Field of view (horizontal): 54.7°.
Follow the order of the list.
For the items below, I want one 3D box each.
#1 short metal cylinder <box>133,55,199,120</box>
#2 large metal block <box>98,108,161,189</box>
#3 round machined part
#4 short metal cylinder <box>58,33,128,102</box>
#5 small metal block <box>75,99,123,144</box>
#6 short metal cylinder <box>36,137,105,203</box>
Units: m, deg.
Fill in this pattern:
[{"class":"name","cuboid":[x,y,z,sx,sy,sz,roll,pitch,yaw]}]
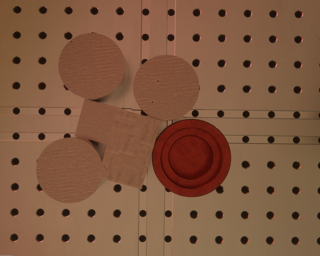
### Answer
[{"class":"short metal cylinder","cuboid":[0.008,-0.049,0.400,0.081,0.050,0.080,0,90,0]},{"class":"large metal block","cuboid":[-0.034,0.023,0.382,0.050,0.080,0.080,16,90,0]},{"class":"round machined part","cuboid":[0.039,0.037,0.405,0.099,0.042,0.097,0,90,0]},{"class":"short metal cylinder","cuboid":[-0.083,-0.075,0.400,0.081,0.050,0.080,0,90,0]},{"class":"small metal block","cuboid":[-0.079,-0.008,0.412,0.050,0.025,0.050,15,90,0]},{"class":"short metal cylinder","cuboid":[-0.109,0.051,0.400,0.081,0.050,0.080,0,90,0]}]
